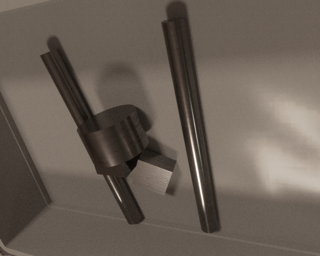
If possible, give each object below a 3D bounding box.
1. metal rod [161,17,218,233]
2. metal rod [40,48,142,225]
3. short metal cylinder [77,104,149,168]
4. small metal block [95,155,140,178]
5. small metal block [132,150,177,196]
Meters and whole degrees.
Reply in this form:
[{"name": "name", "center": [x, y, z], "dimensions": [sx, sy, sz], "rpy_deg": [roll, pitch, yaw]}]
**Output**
[{"name": "metal rod", "center": [0.043, 0.016, 0.394], "dimensions": [0.025, 0.025, 0.298], "rpy_deg": [1, 119, 27]}, {"name": "metal rod", "center": [-0.097, 0.025, 0.473], "dimensions": [0.025, 0.025, 0.299], "rpy_deg": [-10, 114, 32]}, {"name": "short metal cylinder", "center": [-0.061, 0.009, 0.409], "dimensions": [0.080, 0.080, 0.050], "rpy_deg": [-8, 115, 31]}, {"name": "small metal block", "center": [-0.060, 0.045, 0.450], "dimensions": [0.050, 0.050, 0.025], "rpy_deg": [2, 119, 27]}, {"name": "small metal block", "center": [-0.009, 0.064, 0.447], "dimensions": [0.050, 0.025, 0.050], "rpy_deg": [20, 126, 5]}]
